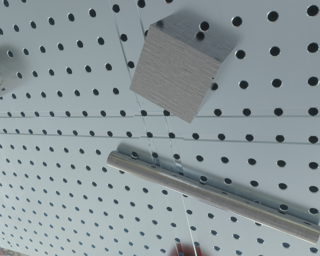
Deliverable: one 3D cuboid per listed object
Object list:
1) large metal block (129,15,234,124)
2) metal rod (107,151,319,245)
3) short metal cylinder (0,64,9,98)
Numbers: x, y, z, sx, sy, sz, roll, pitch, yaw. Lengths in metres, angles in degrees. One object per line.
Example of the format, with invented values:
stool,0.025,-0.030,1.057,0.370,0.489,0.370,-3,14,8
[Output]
large metal block,0.022,-0.065,0.343,0.080,0.050,0.079,30,128,8
metal rod,0.061,0.091,0.435,0.301,0.025,0.025,18,126,17
short metal cylinder,-0.298,-0.078,0.504,0.080,0.050,0.079,13,124,21
